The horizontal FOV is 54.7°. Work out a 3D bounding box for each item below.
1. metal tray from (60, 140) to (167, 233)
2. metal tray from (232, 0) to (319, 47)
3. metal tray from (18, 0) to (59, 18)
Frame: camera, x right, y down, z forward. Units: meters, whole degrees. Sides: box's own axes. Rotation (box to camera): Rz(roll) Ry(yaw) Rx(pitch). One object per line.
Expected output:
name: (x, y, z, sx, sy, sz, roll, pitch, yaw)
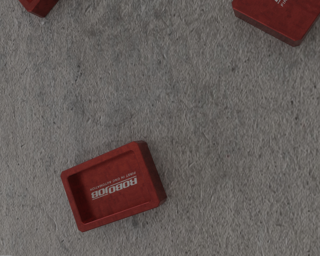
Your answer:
metal tray: (-0.066, 0.081, 0.429, 0.130, 0.030, 0.090, -23, 82, 18)
metal tray: (0.155, -0.171, 0.351, 0.090, 0.030, 0.129, 36, 101, 16)
metal tray: (-0.171, -0.246, 0.466, 0.130, 0.030, 0.090, -43, 77, 15)
